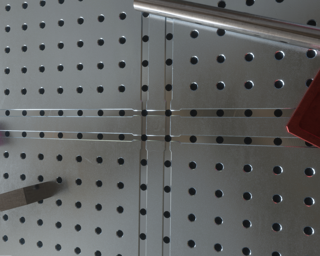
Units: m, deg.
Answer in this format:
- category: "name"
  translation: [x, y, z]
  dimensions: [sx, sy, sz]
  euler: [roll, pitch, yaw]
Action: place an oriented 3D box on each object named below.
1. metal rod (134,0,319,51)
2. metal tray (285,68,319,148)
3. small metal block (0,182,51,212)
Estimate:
- category: "metal rod"
  translation: [0.105, -0.126, 0.375]
  dimensions: [0.301, 0.025, 0.025]
  euler: [19, 96, 18]
- category: "metal tray"
  translation: [0.218, -0.006, 0.333]
  dimensions: [0.130, 0.030, 0.090]
  euler: [30, 99, 17]
- category: "small metal block"
  translation: [-0.206, 0.103, 0.470]
  dimensions: [0.050, 0.050, 0.025]
  euler: [-17, 85, 19]
